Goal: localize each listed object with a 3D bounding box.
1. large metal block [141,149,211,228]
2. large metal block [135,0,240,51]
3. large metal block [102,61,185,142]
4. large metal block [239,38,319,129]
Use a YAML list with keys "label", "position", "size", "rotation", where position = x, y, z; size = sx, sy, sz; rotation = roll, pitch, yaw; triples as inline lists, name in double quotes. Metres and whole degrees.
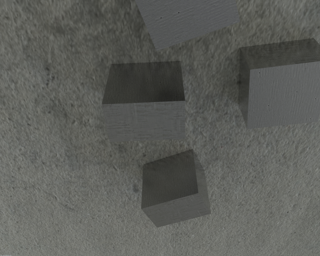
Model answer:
- label: "large metal block"
  position: [0.022, 0.086, 0.445]
  size: [0.080, 0.080, 0.050]
  rotation: [-19, 128, 15]
- label: "large metal block"
  position: [0.020, -0.129, 0.282]
  size: [0.080, 0.050, 0.080]
  rotation: [-16, 129, 13]
- label: "large metal block"
  position: [-0.015, -0.031, 0.344]
  size: [0.081, 0.080, 0.050]
  rotation: [-2, 130, 1]
- label: "large metal block"
  position: [0.136, -0.049, 0.351]
  size: [0.080, 0.050, 0.080]
  rotation: [-6, 130, 5]
